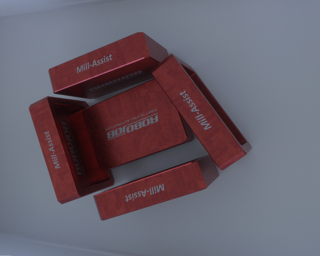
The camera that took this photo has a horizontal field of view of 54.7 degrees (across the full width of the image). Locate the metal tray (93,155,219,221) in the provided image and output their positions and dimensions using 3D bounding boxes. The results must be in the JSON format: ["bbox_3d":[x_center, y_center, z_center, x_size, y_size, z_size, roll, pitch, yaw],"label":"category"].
[{"bbox_3d":[-0.001,0.069,0.373,0.130,0.090,0.030,-21,83,18],"label":"metal tray"}]

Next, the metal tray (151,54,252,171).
[{"bbox_3d":[0.051,-0.018,0.356,0.030,0.090,0.130,-38,78,17],"label":"metal tray"}]

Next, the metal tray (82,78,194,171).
[{"bbox_3d":[-0.032,-0.004,0.415,0.130,0.030,0.090,-21,83,18],"label":"metal tray"}]

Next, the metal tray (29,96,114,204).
[{"bbox_3d":[-0.114,0.026,0.412,0.030,0.090,0.129,-22,83,18],"label":"metal tray"}]

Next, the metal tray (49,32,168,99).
[{"bbox_3d":[-0.060,-0.073,0.394,0.130,0.090,0.030,-17,85,19],"label":"metal tray"}]
